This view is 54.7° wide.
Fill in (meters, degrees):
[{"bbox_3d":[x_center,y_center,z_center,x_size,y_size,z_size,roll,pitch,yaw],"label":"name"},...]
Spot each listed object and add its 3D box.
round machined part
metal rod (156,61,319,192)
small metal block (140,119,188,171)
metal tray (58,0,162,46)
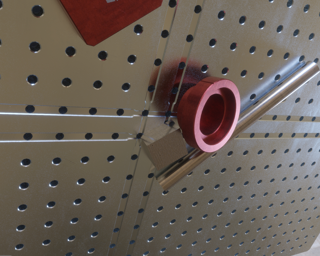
[{"bbox_3d":[0.061,-0.020,0.410,0.099,0.042,0.097,-20,119,-40],"label":"round machined part"},{"bbox_3d":[0.121,-0.005,0.476,0.301,0.025,0.025,-37,130,-4],"label":"metal rod"},{"bbox_3d":[0.007,0.024,0.431,0.050,0.025,0.050,-29,129,-11],"label":"small metal block"},{"bbox_3d":[-0.062,-0.153,0.280,0.090,0.030,0.130,-34,129,-6],"label":"metal tray"}]
